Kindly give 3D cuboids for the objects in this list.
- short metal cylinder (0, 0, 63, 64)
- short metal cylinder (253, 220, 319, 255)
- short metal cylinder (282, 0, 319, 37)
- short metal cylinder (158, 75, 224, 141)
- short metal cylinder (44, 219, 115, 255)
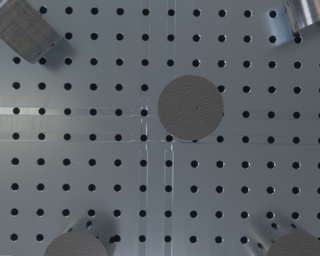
[{"bbox_3d":[-0.168,-0.126,0.384,0.050,0.080,0.080,-43,90,0],"label":"short metal cylinder"},{"bbox_3d":[0.168,0.167,0.402,0.081,0.050,0.079,0,90,0],"label":"short metal cylinder"},{"bbox_3d":[0.200,-0.154,0.387,0.080,0.080,0.050,-16,90,0],"label":"short metal cylinder"},{"bbox_3d":[0.037,-0.025,0.401,0.081,0.050,0.079,0,90,0],"label":"short metal cylinder"},{"bbox_3d":[-0.102,0.165,0.400,0.081,0.050,0.079,0,90,0],"label":"short metal cylinder"}]
